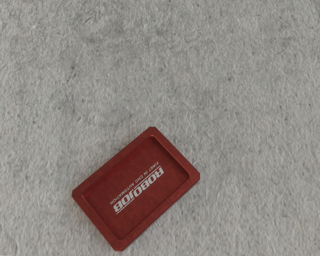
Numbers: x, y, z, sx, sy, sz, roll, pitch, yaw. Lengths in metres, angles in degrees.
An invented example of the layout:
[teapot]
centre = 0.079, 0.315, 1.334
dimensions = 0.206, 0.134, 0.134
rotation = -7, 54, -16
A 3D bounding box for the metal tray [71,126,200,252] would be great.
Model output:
[metal tray]
centre = -0.027, 0.072, 0.379
dimensions = 0.130, 0.030, 0.090
rotation = -40, 75, -13
